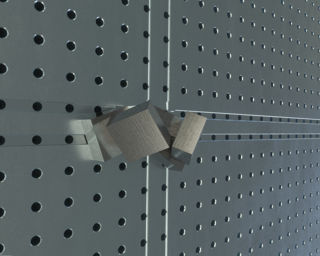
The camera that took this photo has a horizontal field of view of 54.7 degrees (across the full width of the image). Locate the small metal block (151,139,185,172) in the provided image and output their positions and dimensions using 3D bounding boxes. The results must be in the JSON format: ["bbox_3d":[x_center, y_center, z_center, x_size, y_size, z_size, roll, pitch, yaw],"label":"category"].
[{"bbox_3d":[0.017,0.025,0.426,0.050,0.025,0.050,43,64,-32],"label":"small metal block"}]

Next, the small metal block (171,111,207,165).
[{"bbox_3d":[0.036,0.014,0.390,0.050,0.025,0.050,88,25,-68],"label":"small metal block"}]

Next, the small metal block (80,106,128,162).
[{"bbox_3d":[-0.058,0.006,0.362,0.050,0.025,0.050,-25,106,-37],"label":"small metal block"}]

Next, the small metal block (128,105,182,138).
[{"bbox_3d":[-0.010,-0.008,0.386,0.050,0.050,0.025,24,75,-38],"label":"small metal block"}]

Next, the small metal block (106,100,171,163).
[{"bbox_3d":[-0.023,0.004,0.339,0.050,0.050,0.025,61,17,-23],"label":"small metal block"}]
